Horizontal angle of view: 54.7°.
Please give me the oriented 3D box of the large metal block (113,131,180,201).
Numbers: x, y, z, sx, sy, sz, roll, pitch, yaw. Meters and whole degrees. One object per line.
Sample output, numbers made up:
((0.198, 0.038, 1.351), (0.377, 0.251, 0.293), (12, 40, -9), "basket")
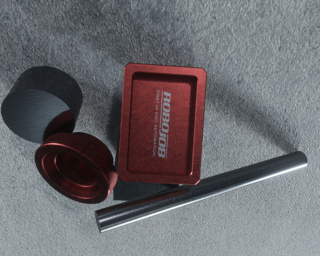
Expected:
((-0.018, 0.051, 0.415), (0.081, 0.080, 0.050), (4, 130, -4), "large metal block")

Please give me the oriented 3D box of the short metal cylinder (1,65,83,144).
((-0.137, -0.027, 0.368), (0.081, 0.050, 0.079), (0, 130, 0), "short metal cylinder")

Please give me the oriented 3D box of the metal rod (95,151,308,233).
((0.069, 0.074, 0.396), (0.303, 0.025, 0.025), (-12, 134, -23), "metal rod")

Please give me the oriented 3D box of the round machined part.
((-0.096, 0.043, 0.375), (0.098, 0.042, 0.097), (12, 131, 15), "round machined part")

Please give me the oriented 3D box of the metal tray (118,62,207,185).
((0.002, -0.004, 0.352), (0.091, 0.030, 0.129), (4, 90, -4), "metal tray")
